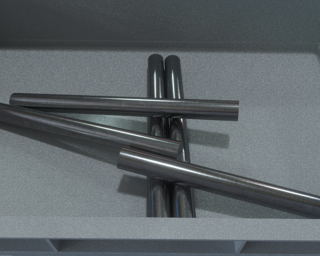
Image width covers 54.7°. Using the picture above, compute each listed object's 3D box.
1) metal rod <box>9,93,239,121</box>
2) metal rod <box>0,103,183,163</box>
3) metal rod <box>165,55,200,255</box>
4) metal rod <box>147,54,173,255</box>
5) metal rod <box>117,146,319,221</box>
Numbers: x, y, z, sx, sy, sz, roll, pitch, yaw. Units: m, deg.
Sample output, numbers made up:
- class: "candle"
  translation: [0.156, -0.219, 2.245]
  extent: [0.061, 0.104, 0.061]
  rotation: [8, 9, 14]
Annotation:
- class: "metal rod"
  translation: [-0.053, -0.028, 0.401]
  extent: [0.301, 0.025, 0.025]
  rotation: [3, 50, 11]
- class: "metal rod"
  translation: [-0.119, -0.002, 0.387]
  extent: [0.301, 0.025, 0.025]
  rotation: [12, 51, 16]
- class: "metal rod"
  translation: [0.023, 0.009, 0.394]
  extent: [0.025, 0.025, 0.300]
  rotation: [-1, 50, -1]
- class: "metal rod"
  translation: [-0.003, 0.007, 0.395]
  extent: [0.025, 0.025, 0.300]
  rotation: [-1, 50, -1]
- class: "metal rod"
  translation: [0.104, 0.068, 0.325]
  extent: [0.302, 0.025, 0.025]
  rotation: [14, 51, 4]
